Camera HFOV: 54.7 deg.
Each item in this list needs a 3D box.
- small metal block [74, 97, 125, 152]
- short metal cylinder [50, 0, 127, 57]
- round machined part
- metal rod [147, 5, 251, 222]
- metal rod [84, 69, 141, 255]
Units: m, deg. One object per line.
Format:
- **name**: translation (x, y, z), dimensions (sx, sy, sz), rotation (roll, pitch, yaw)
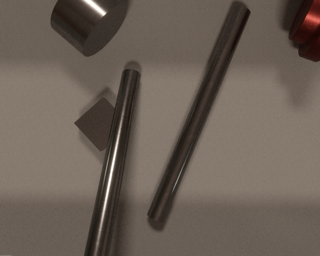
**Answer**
- **small metal block**: translation (-0.075, -0.005, 0.410), dimensions (0.050, 0.025, 0.050), rotation (-42, 91, 0)
- **short metal cylinder**: translation (-0.086, -0.136, 0.383), dimensions (0.050, 0.080, 0.080), rotation (41, 90, -1)
- **round machined part**: translation (0.193, -0.134, 0.378), dimensions (0.042, 0.098, 0.098), rotation (22, 90, 6)
- **metal rod**: translation (0.052, -0.019, 0.412), dimensions (0.025, 0.025, 0.299), rotation (23, 90, -1)
- **metal rod**: translation (-0.055, 0.062, 0.348), dimensions (0.025, 0.025, 0.299), rotation (8, 64, 0)
